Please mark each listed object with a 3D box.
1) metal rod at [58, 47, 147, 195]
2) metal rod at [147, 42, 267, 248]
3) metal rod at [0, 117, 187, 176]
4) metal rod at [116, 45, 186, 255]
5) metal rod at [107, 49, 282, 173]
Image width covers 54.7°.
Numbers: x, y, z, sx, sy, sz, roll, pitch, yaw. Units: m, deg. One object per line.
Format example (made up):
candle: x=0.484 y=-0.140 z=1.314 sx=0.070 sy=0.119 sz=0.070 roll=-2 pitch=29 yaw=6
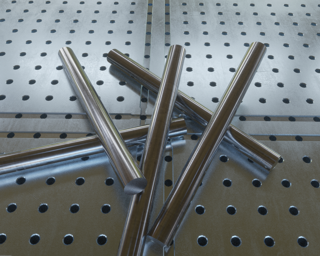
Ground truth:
metal rod: x=-0.089 y=-0.032 z=0.408 sx=0.025 sy=0.025 sz=0.300 roll=-20 pitch=46 yaw=-17
metal rod: x=0.069 y=0.000 z=0.378 sx=0.025 sy=0.025 sz=0.300 roll=23 pitch=62 yaw=18
metal rod: x=-0.114 y=0.028 z=0.382 sx=0.302 sy=0.025 sz=0.025 roll=-12 pitch=51 yaw=-11
metal rod: x=-0.004 y=0.015 z=0.367 sx=0.025 sy=0.025 sz=0.300 roll=9 pitch=59 yaw=7
metal rod: x=0.031 y=-0.037 z=0.438 sx=0.300 sy=0.025 sz=0.025 roll=37 pitch=59 yaw=26
